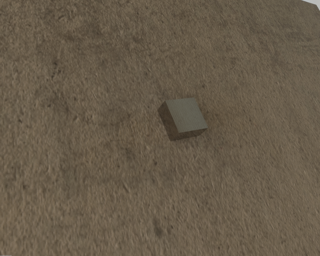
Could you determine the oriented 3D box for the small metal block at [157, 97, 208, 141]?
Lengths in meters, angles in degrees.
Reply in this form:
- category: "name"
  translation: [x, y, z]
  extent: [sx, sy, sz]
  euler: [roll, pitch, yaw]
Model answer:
- category: "small metal block"
  translation: [0.031, -0.013, 0.430]
  extent: [0.050, 0.025, 0.050]
  euler: [-9, 66, -32]
